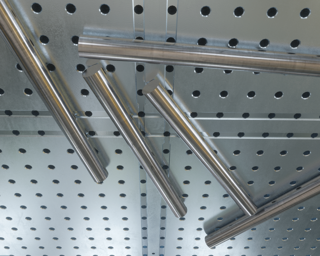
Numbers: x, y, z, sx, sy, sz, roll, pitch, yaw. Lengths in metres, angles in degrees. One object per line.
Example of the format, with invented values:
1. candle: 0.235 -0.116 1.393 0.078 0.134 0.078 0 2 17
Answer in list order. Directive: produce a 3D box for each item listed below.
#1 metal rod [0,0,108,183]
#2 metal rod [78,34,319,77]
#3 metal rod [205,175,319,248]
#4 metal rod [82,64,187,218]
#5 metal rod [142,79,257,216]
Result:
1. metal rod: -0.130 -0.036 0.378 0.025 0.025 0.299 -12 130 10
2. metal rod: 0.065 -0.078 0.345 0.302 0.025 0.025 4 130 -4
3. metal rod: 0.197 0.137 0.531 0.025 0.025 0.299 35 122 -26
4. metal rod: -0.021 0.039 0.444 0.025 0.025 0.299 -18 128 14
5. metal rod: 0.072 0.045 0.451 0.025 0.025 0.300 -27 126 21
